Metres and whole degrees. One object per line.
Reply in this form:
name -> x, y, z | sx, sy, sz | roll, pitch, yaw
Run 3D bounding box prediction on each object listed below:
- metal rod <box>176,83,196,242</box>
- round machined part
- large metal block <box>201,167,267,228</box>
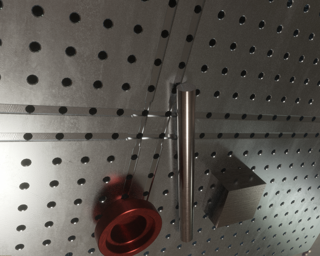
metal rod -> 0.041, 0.072, 0.480 | 0.025, 0.025, 0.298 | -16, 125, -19
round machined part -> -0.050, 0.144, 0.464 | 0.099, 0.042, 0.097 | -14, 125, -21
large metal block -> 0.127, 0.120, 0.541 | 0.081, 0.050, 0.079 | -5, 121, -27
